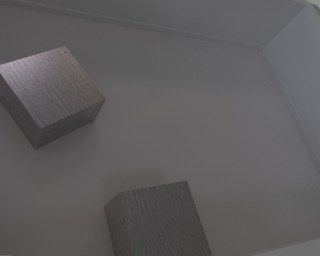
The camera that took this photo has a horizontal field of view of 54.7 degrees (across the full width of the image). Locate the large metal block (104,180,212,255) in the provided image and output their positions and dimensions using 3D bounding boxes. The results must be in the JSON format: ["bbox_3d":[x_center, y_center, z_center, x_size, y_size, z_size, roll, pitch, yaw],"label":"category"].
[{"bbox_3d":[-0.004,0.106,0.322,0.081,0.050,0.080,-4,64,-30],"label":"large metal block"}]

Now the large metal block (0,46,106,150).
[{"bbox_3d":[-0.122,-0.035,0.345,0.081,0.050,0.080,-32,80,-38],"label":"large metal block"}]
